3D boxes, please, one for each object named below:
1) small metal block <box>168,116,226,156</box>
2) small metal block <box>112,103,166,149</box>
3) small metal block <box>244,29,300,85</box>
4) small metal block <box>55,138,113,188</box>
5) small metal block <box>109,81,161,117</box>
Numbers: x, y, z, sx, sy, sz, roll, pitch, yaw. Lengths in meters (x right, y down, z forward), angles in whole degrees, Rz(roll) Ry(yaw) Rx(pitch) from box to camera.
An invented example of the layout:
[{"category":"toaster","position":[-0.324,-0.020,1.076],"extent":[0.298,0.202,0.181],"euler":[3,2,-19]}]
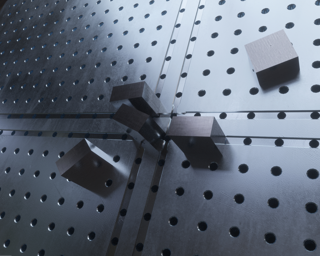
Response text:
[{"category":"small metal block","position":[0.045,0.009,0.364],"extent":[0.050,0.050,0.025],"euler":[1,62,29]},{"category":"small metal block","position":[-0.027,-0.002,0.409],"extent":[0.050,0.050,0.025],"euler":[25,76,37]},{"category":"small metal block","position":[0.140,-0.089,0.390],"extent":[0.050,0.025,0.050],"euler":[-20,54,16]},{"category":"small metal block","position":[-0.101,0.048,0.417],"extent":[0.050,0.050,0.025],"euler":[-40,51,1]},{"category":"small metal block","position":[-0.034,-0.037,0.434],"extent":[0.050,0.050,0.025],"euler":[-6,59,25]}]
